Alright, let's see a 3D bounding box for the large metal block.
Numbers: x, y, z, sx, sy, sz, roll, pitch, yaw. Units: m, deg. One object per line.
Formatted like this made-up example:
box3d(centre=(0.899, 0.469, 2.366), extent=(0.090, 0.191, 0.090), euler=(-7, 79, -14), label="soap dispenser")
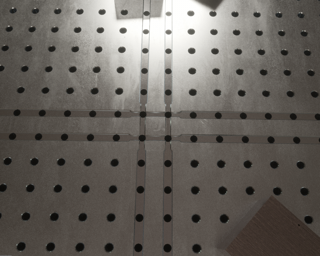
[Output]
box3d(centre=(0.126, 0.136, 0.350), extent=(0.080, 0.050, 0.080), euler=(43, 75, 13), label="large metal block")
